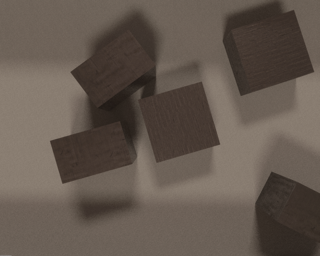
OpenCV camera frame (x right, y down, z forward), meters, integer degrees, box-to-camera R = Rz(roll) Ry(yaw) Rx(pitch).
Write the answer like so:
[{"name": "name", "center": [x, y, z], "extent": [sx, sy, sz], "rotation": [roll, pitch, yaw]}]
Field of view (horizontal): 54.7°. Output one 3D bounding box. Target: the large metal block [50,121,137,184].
[{"name": "large metal block", "center": [-0.076, 0.027, 0.383], "extent": [0.080, 0.080, 0.050], "rotation": [-16, 90, 0]}]

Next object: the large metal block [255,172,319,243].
[{"name": "large metal block", "center": [0.178, 0.100, 0.386], "extent": [0.080, 0.080, 0.050], "rotation": [27, 90, -1]}]

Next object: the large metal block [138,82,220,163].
[{"name": "large metal block", "center": [0.023, -0.007, 0.399], "extent": [0.080, 0.050, 0.080], "rotation": [-16, 90, -1]}]

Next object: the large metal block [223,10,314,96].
[{"name": "large metal block", "center": [0.137, -0.094, 0.401], "extent": [0.080, 0.050, 0.080], "rotation": [-18, 90, -1]}]

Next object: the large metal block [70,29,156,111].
[{"name": "large metal block", "center": [-0.052, -0.066, 0.383], "extent": [0.080, 0.080, 0.050], "rotation": [-37, 90, 0]}]
